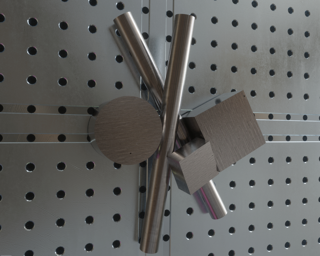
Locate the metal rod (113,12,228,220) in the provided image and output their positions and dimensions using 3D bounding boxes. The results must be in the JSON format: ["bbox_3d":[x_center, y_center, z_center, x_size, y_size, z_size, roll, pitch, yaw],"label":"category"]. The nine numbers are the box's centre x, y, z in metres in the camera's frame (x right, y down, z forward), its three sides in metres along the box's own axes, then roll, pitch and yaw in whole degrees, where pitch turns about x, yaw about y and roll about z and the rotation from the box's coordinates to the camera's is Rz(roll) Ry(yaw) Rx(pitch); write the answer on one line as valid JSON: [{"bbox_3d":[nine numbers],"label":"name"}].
[{"bbox_3d":[0.018,-0.009,0.415,0.025,0.025,0.299,-30,100,-18],"label":"metal rod"}]

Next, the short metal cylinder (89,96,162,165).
[{"bbox_3d":[-0.044,0.003,0.380,0.081,0.050,0.079,0,90,-21],"label":"short metal cylinder"}]

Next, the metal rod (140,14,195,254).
[{"bbox_3d":[0.008,0.011,0.391,0.025,0.025,0.298,7,96,-20],"label":"metal rod"}]

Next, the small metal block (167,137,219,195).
[{"bbox_3d":[0.042,0.047,0.391,0.050,0.025,0.050,-31,116,-25],"label":"small metal block"}]

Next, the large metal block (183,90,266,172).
[{"bbox_3d":[0.085,0.003,0.426,0.080,0.050,0.080,-29,100,-18],"label":"large metal block"}]
